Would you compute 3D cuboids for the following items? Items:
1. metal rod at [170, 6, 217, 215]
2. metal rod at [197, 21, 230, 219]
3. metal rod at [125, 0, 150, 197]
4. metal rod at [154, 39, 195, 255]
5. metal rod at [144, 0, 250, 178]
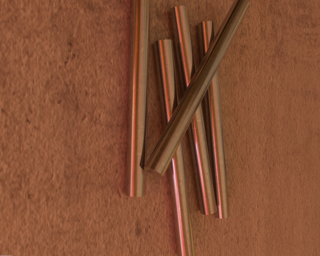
[{"bbox_3d":[0.049,-0.020,0.448,0.025,0.025,0.298,-16,100,-39],"label":"metal rod"},{"bbox_3d":[0.083,-0.009,0.476,0.025,0.025,0.298,-10,97,-40],"label":"metal rod"},{"bbox_3d":[-0.027,-0.067,0.383,0.025,0.025,0.298,2,89,-40],"label":"metal rod"},{"bbox_3d":[0.020,0.033,0.423,0.025,0.025,0.298,-11,97,-40],"label":"metal rod"},{"bbox_3d":[0.059,-0.069,0.422,0.025,0.025,0.300,43,64,-32],"label":"metal rod"}]
